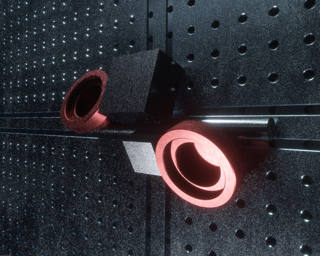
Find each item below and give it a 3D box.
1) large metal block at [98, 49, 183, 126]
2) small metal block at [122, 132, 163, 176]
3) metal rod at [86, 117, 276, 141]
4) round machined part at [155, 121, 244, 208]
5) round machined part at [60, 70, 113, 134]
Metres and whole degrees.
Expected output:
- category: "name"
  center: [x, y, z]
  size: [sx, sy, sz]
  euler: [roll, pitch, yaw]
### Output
- category: "large metal block"
  center: [-0.025, -0.049, 0.399]
  size: [0.080, 0.050, 0.080]
  euler: [1, 73, 40]
- category: "small metal block"
  center: [-0.016, 0.033, 0.410]
  size: [0.050, 0.025, 0.050]
  euler: [1, 120, 40]
- category: "metal rod"
  center: [-0.002, -0.001, 0.412]
  size: [0.300, 0.025, 0.025]
  euler: [1, 91, 40]
- category: "round machined part"
  center: [0.047, 0.036, 0.344]
  size: [0.098, 0.042, 0.097]
  euler: [20, 127, 30]
- category: "round machined part"
  center: [-0.100, -0.035, 0.464]
  size: [0.098, 0.042, 0.098]
  euler: [-20, 52, 29]
